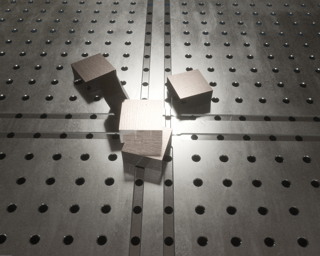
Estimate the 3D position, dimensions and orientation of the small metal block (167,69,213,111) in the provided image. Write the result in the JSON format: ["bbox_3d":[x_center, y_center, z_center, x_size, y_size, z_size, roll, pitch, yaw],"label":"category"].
[{"bbox_3d":[0.043,-0.057,0.456,0.050,0.025,0.050,-16,52,-13],"label":"small metal block"}]

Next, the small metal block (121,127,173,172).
[{"bbox_3d":[-0.015,0.022,0.389,0.050,0.025,0.050,12,51,9],"label":"small metal block"}]

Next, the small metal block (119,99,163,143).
[{"bbox_3d":[-0.022,-0.009,0.383,0.050,0.025,0.050,1,50,0],"label":"small metal block"}]

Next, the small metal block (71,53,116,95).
[{"bbox_3d":[-0.101,-0.085,0.478,0.050,0.025,0.050,-28,56,-22],"label":"small metal block"}]

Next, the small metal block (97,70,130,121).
[{"bbox_3d":[-0.058,-0.041,0.419,0.025,0.050,0.050,-27,47,0],"label":"small metal block"}]
